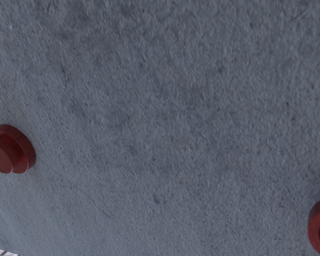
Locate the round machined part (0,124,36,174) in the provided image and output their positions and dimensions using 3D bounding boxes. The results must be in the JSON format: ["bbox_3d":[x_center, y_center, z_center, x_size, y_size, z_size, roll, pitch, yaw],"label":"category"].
[{"bbox_3d":[-0.282,0.045,0.569,0.098,0.042,0.097,13,124,20],"label":"round machined part"}]

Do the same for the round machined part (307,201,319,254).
[{"bbox_3d":[0.221,0.110,0.348,0.098,0.042,0.097,13,124,20],"label":"round machined part"}]
